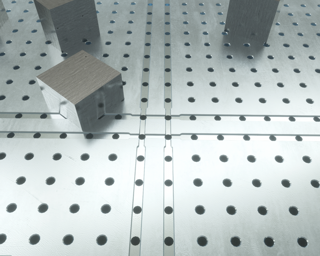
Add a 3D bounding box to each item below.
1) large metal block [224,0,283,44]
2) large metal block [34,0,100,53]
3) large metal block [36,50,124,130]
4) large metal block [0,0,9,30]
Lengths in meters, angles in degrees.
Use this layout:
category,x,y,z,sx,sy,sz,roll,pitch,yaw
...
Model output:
category,x,y,z,sx,sy,sz,roll,pitch,yaw
large metal block,0.167,-0.207,0.548,0.080,0.080,0.050,23,54,18
large metal block,-0.156,-0.188,0.528,0.080,0.080,0.050,-36,59,-26
large metal block,-0.110,-0.056,0.437,0.080,0.050,0.080,34,57,24
large metal block,-0.335,-0.222,0.554,0.080,0.080,0.050,3,50,2
